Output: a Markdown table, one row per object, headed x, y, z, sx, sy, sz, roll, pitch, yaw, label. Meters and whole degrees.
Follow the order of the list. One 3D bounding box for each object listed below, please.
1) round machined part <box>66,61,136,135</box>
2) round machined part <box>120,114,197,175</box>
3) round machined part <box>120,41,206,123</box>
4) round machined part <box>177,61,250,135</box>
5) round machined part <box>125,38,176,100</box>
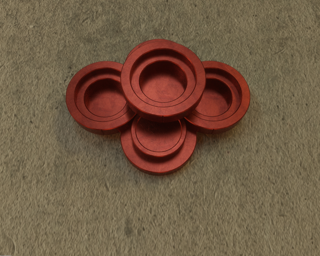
| x | y | z | sx | sy | sz | roll | pitch | yaw | label |
| --- | --- | --- | --- | --- | --- | --- | --- | --- | --- |
| -0.070 | -0.036 | 0.413 | 0.099 | 0.042 | 0.098 | 0 | 70 | -1 | round machined part |
| -0.002 | 0.009 | 0.397 | 0.099 | 0.042 | 0.098 | 0 | 70 | -1 | round machined part |
| 0.004 | -0.052 | 0.374 | 0.099 | 0.042 | 0.098 | 0 | 70 | -1 | round machined part |
| 0.066 | -0.037 | 0.415 | 0.099 | 0.042 | 0.098 | 0 | 70 | -1 | round machined part |
| -0.001 | -0.084 | 0.431 | 0.099 | 0.042 | 0.098 | 0 | 70 | -1 | round machined part |
